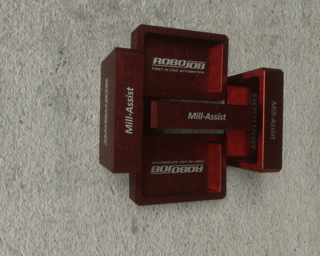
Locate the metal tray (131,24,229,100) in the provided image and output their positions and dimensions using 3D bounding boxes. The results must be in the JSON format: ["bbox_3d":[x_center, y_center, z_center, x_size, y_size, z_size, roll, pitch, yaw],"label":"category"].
[{"bbox_3d":[0.027,-0.084,0.417,0.131,0.030,0.089,0,93,-20],"label":"metal tray"}]

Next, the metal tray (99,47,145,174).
[{"bbox_3d":[-0.047,-0.018,0.358,0.030,0.090,0.129,1,90,-21],"label":"metal tray"}]

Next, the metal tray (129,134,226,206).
[{"bbox_3d":[0.026,0.053,0.418,0.131,0.030,0.089,1,89,-20],"label":"metal tray"}]

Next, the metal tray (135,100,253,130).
[{"bbox_3d":[0.038,-0.014,0.391,0.131,0.090,0.030,1,91,-20],"label":"metal tray"}]

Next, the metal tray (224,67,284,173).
[{"bbox_3d":[0.124,-0.010,0.421,0.030,0.090,0.129,1,90,-20],"label":"metal tray"}]
